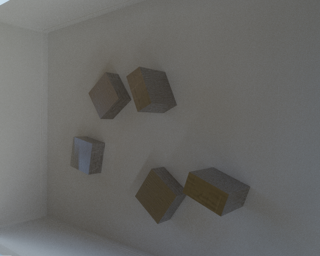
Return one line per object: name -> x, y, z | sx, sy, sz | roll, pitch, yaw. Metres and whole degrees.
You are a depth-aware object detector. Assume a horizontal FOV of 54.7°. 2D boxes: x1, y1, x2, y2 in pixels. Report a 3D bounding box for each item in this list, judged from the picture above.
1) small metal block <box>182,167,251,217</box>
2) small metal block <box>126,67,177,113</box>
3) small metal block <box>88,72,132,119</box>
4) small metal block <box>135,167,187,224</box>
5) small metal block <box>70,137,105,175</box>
small metal block -> 0.062, 0.067, 0.339 | 0.050, 0.050, 0.025 | 26, 107, 37
small metal block -> -0.010, -0.048, 0.399 | 0.025, 0.050, 0.050 | -30, 72, 36
small metal block -> -0.077, -0.048, 0.471 | 0.050, 0.025, 0.050 | -42, 65, 32
small metal block -> 0.001, 0.087, 0.406 | 0.050, 0.025, 0.050 | 44, 116, 31
small metal block -> -0.119, 0.044, 0.505 | 0.050, 0.025, 0.050 | 15, 100, 39
